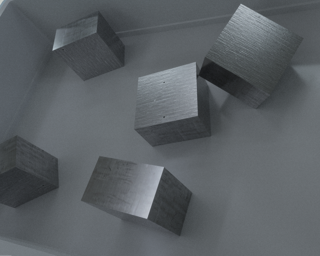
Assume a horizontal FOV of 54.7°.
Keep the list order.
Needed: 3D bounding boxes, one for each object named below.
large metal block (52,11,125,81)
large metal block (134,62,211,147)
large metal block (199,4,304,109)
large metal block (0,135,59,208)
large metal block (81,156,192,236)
[{"bbox_3d":[-0.114,-0.132,0.509,0.080,0.080,0.050,-16,56,19],"label":"large metal block"},{"bbox_3d":[0.017,-0.029,0.397,0.080,0.050,0.080,-12,57,22],"label":"large metal block"},{"bbox_3d":[0.104,-0.082,0.364,0.080,0.050,0.080,32,77,6],"label":"large metal block"},{"bbox_3d":[-0.202,0.064,0.435,0.080,0.080,0.050,-26,53,12],"label":"large metal block"},{"bbox_3d":[-0.022,0.074,0.335,0.080,0.080,0.050,6,65,30],"label":"large metal block"}]
